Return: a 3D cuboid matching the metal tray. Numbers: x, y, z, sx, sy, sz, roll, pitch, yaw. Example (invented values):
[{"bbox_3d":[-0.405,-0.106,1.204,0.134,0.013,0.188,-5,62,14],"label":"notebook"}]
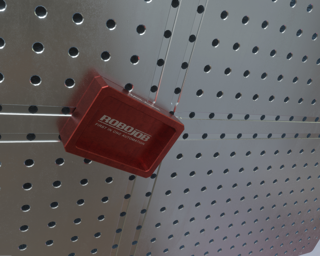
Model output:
[{"bbox_3d":[-0.043,0.005,0.386,0.131,0.030,0.090,26,104,-37],"label":"metal tray"}]
